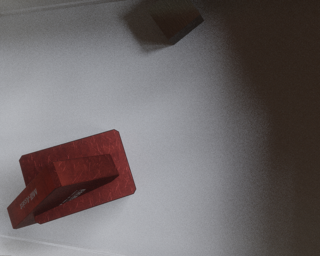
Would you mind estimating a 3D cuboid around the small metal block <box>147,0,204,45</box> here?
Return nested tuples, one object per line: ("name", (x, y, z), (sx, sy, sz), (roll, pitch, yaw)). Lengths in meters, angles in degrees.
("small metal block", (0.021, -0.146, 0.403), (0.050, 0.025, 0.050), (-36, 79, 16))

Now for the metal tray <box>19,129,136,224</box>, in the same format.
("metal tray", (-0.107, 0.063, 0.413), (0.131, 0.030, 0.090), (-16, 84, -10))

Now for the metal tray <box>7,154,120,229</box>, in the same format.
("metal tray", (-0.125, 0.082, 0.397), (0.129, 0.091, 0.030), (-40, 67, 34))
